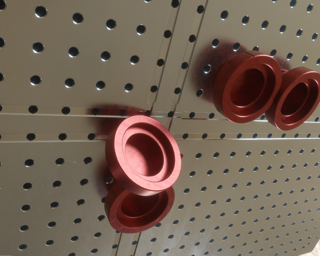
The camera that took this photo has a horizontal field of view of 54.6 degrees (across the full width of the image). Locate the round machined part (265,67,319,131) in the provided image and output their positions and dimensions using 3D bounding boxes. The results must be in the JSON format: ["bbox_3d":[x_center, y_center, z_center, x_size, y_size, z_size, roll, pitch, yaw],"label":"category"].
[{"bbox_3d":[0.197,-0.048,0.475,0.099,0.042,0.097,-17,127,-23],"label":"round machined part"}]

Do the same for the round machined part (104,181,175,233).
[{"bbox_3d":[-0.032,0.099,0.443,0.099,0.042,0.097,-14,124,-21],"label":"round machined part"}]

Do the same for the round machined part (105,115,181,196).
[{"bbox_3d":[-0.025,0.036,0.385,0.099,0.098,0.042,15,146,-34],"label":"round machined part"}]

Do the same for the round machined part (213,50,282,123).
[{"bbox_3d":[0.114,-0.059,0.425,0.099,0.042,0.097,-14,124,-21],"label":"round machined part"}]
